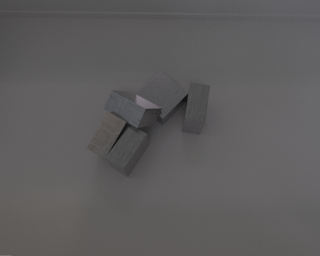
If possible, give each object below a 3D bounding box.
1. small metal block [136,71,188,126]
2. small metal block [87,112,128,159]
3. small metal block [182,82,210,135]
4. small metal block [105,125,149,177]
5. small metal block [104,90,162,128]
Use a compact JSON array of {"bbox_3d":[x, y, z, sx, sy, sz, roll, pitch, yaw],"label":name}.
[{"bbox_3d":[0.002,-0.040,0.424,0.050,0.025,0.050,41,75,14],"label":"small metal block"},{"bbox_3d":[-0.060,0.011,0.385,0.025,0.050,0.050,30,88,7],"label":"small metal block"},{"bbox_3d":[0.046,-0.024,0.405,0.025,0.050,0.050,9,71,3],"label":"small metal block"},{"bbox_3d":[-0.039,0.029,0.385,0.025,0.050,0.050,31,73,10],"label":"small metal block"},{"bbox_3d":[-0.033,-0.024,0.386,0.050,0.050,0.025,29,104,18],"label":"small metal block"}]
